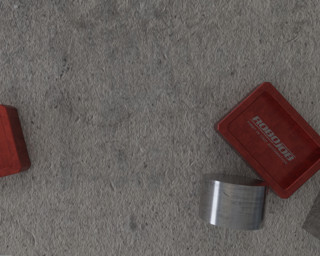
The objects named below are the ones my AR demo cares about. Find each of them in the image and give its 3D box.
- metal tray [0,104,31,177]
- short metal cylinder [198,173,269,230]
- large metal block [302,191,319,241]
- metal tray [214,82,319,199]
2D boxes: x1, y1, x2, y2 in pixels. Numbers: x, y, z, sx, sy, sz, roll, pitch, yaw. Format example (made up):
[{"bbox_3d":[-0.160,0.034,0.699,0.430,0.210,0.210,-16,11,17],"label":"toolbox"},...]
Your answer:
[{"bbox_3d":[-0.248,0.028,0.405,0.131,0.030,0.090,-14,90,0],"label":"metal tray"},{"bbox_3d":[0.090,0.088,0.383,0.080,0.080,0.050,6,90,0],"label":"short metal cylinder"},{"bbox_3d":[0.248,0.118,0.399,0.080,0.050,0.080,25,90,0],"label":"large metal block"},{"bbox_3d":[0.148,0.016,0.408,0.090,0.030,0.130,-43,90,0],"label":"metal tray"}]
